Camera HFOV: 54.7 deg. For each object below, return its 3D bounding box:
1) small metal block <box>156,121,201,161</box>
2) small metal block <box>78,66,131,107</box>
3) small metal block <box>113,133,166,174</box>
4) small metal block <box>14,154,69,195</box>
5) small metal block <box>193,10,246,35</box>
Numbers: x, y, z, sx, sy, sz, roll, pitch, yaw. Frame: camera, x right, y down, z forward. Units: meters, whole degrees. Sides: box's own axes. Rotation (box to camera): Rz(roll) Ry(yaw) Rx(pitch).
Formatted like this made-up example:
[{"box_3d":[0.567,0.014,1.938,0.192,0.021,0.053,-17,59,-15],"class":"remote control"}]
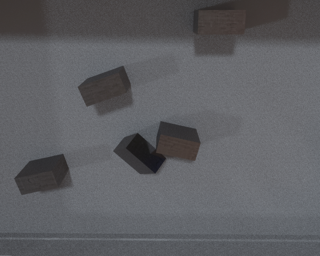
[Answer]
[{"box_3d":[0.022,0.016,0.404,0.050,0.050,0.025,12,110,-5],"class":"small metal block"},{"box_3d":[-0.066,-0.052,0.378,0.050,0.050,0.025,-18,109,6],"class":"small metal block"},{"box_3d":[-0.028,0.035,0.408,0.050,0.050,0.025,43,66,-14],"class":"small metal block"},{"box_3d":[-0.158,0.062,0.419,0.050,0.050,0.025,-12,110,4],"class":"small metal block"},{"box_3d":[0.066,-0.121,0.354,0.050,0.050,0.025,0,110,0],"class":"small metal block"}]
